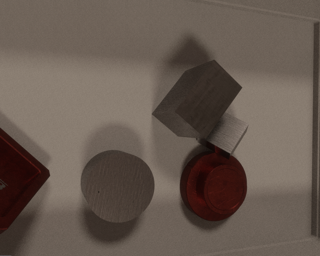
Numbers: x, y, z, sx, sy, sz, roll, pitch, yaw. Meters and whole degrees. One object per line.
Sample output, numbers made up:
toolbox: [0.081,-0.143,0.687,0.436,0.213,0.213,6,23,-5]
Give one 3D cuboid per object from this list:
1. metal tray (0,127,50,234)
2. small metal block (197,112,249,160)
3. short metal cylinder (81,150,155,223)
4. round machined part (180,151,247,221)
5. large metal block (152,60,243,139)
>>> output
metal tray: [-0.186,0.036,0.309,0.030,0.090,0.130,-36,106,27]
small metal block: [0.087,0.008,0.429,0.050,0.025,0.050,30,72,19]
short metal cylinder: [-0.053,0.068,0.379,0.081,0.050,0.079,0,90,-21]
round machined part: [0.081,0.082,0.433,0.099,0.042,0.097,0,90,-20]
large metal block: [0.045,-0.034,0.399,0.050,0.080,0.080,41,77,-16]
